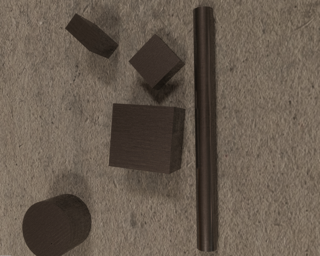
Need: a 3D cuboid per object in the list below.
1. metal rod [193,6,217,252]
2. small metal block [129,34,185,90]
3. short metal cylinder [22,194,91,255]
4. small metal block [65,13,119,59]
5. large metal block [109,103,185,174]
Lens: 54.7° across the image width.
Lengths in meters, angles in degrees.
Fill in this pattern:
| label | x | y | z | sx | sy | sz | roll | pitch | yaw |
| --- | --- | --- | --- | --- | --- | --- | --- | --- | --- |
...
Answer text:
| label | x | y | z | sx | sy | sz | roll | pitch | yaw |
| --- | --- | --- | --- | --- | --- | --- | --- | --- | --- |
| metal rod | 0.057 | 0.001 | 0.388 | 0.025 | 0.025 | 0.298 | -1 | 90 | 19 |
| small metal block | -0.004 | -0.086 | 0.410 | 0.050 | 0.025 | 0.050 | -43 | 77 | 14 |
| short metal cylinder | -0.148 | 0.140 | 0.446 | 0.080 | 0.050 | 0.079 | 0 | 90 | 19 |
| small metal block | -0.092 | -0.126 | 0.427 | 0.050 | 0.050 | 0.025 | 43 | 104 | 14 |
| large metal block | -0.016 | 0.011 | 0.400 | 0.080 | 0.050 | 0.079 | 5 | 92 | 19 |
